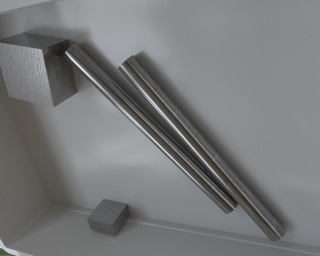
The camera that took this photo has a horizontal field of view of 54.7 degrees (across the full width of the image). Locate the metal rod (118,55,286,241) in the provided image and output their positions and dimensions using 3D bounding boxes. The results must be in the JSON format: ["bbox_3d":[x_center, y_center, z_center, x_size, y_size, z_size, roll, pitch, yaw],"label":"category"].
[{"bbox_3d":[0.057,0.030,0.396,0.300,0.025,0.025,48,129,-6],"label":"metal rod"}]

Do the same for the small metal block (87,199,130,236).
[{"bbox_3d":[-0.087,0.152,0.530,0.050,0.050,0.025,4,120,25],"label":"small metal block"}]

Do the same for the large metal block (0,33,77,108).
[{"bbox_3d":[-0.169,-0.082,0.429,0.080,0.050,0.079,13,124,20],"label":"large metal block"}]

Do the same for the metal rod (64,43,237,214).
[{"bbox_3d":[-0.009,0.003,0.413,0.300,0.025,0.025,44,129,-3],"label":"metal rod"}]
